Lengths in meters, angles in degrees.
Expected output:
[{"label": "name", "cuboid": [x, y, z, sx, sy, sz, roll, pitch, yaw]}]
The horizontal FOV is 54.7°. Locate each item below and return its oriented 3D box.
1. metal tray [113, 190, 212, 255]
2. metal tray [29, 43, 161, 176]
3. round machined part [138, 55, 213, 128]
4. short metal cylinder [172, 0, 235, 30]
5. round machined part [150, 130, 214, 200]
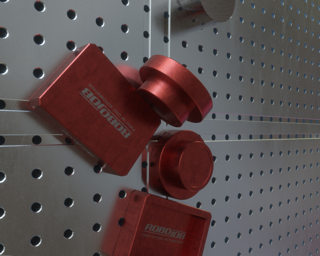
[{"label": "metal tray", "cuboid": [0.009, 0.143, 0.415, 0.131, 0.030, 0.090, 27, 73, -37]}, {"label": "metal tray", "cuboid": [-0.066, -0.017, 0.352, 0.130, 0.030, 0.090, 48, 62, -30]}, {"label": "round machined part", "cuboid": [0.012, -0.038, 0.375, 0.042, 0.098, 0.098, -50, 121, -13]}, {"label": "short metal cylinder", "cuboid": [0.064, -0.187, 0.448, 0.081, 0.050, 0.079, 0, 90, -40]}, {"label": "round machined part", "cuboid": [0.037, 0.051, 0.432, 0.099, 0.042, 0.097, 0, 90, -40]}]
